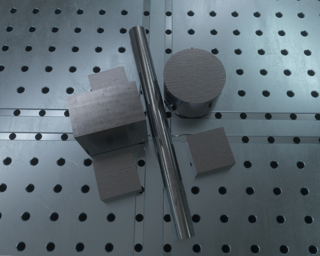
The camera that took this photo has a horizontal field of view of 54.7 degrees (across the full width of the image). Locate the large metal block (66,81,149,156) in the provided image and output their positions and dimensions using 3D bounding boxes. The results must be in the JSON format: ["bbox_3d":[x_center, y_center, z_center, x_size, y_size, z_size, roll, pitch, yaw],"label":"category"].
[{"bbox_3d":[-0.061,-0.009,0.383,0.081,0.080,0.050,-15,71,-6],"label":"large metal block"}]

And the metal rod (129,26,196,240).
[{"bbox_3d":[-0.002,-0.008,0.414,0.025,0.025,0.299,-12,70,-5],"label":"metal rod"}]

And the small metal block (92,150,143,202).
[{"bbox_3d":[-0.053,0.061,0.389,0.050,0.025,0.050,-15,71,-6],"label":"small metal block"}]

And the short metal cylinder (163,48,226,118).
[{"bbox_3d":[0.044,-0.060,0.420,0.081,0.050,0.080,0,70,0],"label":"short metal cylinder"}]

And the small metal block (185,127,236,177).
[{"bbox_3d":[0.064,0.031,0.401,0.050,0.025,0.050,-14,71,-6],"label":"small metal block"}]

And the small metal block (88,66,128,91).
[{"bbox_3d":[-0.068,-0.053,0.430,0.050,0.025,0.050,-16,71,-6],"label":"small metal block"}]
